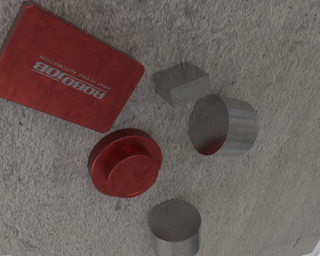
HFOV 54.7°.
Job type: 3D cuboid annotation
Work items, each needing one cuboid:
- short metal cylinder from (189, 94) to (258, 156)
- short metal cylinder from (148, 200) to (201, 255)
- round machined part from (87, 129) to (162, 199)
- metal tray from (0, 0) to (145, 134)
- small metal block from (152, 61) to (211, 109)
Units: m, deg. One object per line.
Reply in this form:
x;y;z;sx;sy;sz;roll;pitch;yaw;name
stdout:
0.083;-0.002;0.415;0.050;0.080;0.079;6;116;-31;short metal cylinder
0.024;0.159;0.483;0.081;0.080;0.050;-17;125;-19;short metal cylinder
-0.041;0.053;0.406;0.099;0.042;0.097;-14;124;-21;round machined part
-0.092;-0.056;0.319;0.131;0.030;0.090;23;106;-37;metal tray
0.025;-0.053;0.372;0.050;0.050;0.025;-23;127;-15;small metal block
